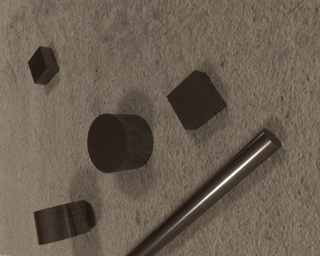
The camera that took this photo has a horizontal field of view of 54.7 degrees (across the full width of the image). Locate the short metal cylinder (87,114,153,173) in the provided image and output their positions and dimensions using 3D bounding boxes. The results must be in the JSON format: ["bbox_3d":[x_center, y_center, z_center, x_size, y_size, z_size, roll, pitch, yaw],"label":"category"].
[{"bbox_3d":[-0.056,0.020,0.433,0.080,0.050,0.079,0,90,39],"label":"short metal cylinder"}]

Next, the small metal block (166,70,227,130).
[{"bbox_3d":[0.043,-0.032,0.368,0.050,0.025,0.050,-41,65,32],"label":"small metal block"}]

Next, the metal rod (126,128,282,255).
[{"bbox_3d":[0.027,0.110,0.380,0.298,0.025,0.025,-50,61,28],"label":"metal rod"}]

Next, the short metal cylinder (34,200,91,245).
[{"bbox_3d":[-0.155,0.149,0.494,0.080,0.081,0.050,-22,76,37],"label":"short metal cylinder"}]

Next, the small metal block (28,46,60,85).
[{"bbox_3d":[-0.219,-0.117,0.582,0.050,0.025,0.050,-36,68,34],"label":"small metal block"}]
